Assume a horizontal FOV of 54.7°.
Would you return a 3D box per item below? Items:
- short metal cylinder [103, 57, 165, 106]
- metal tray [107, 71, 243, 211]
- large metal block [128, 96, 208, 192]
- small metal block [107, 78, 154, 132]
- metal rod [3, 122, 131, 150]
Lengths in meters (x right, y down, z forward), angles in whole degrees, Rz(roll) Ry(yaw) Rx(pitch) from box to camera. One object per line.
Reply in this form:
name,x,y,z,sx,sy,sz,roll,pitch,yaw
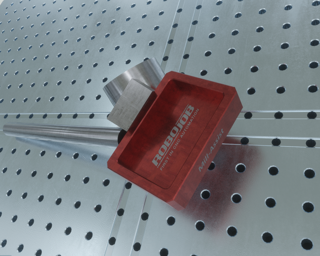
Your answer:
short metal cylinder,-0.027,-0.050,0.409,0.080,0.080,0.050,-30,95,8
metal tray,0.015,0.007,0.323,0.090,0.030,0.130,22,73,36
large metal block,0.003,0.019,0.376,0.080,0.050,0.080,-31,52,8
small metal block,-0.031,-0.027,0.346,0.025,0.050,0.050,33,98,-1
metal rod,-0.150,0.007,0.442,0.300,0.025,0.025,3,63,41
